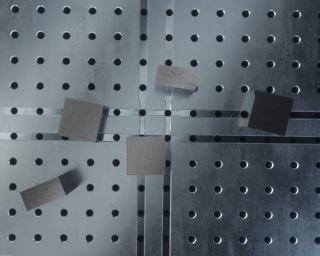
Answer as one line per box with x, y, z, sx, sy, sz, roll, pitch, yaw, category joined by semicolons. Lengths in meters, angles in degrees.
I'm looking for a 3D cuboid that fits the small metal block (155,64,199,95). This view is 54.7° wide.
0.020;-0.062;0.401;0.050;0.050;0.025;9;90;-1;small metal block

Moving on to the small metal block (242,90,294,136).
0.144;-0.020;0.415;0.050;0.025;0.050;14;90;-1;small metal block

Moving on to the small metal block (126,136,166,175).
-0.018;0.036;0.413;0.050;0.025;0.050;-1;90;-1;small metal block

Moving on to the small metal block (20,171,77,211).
-0.142;0.080;0.399;0.050;0.050;0.025;-22;90;0;small metal block

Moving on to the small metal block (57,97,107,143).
-0.103;-0.010;0.412;0.050;0.025;0.050;12;90;-1;small metal block
